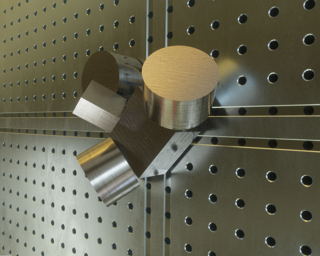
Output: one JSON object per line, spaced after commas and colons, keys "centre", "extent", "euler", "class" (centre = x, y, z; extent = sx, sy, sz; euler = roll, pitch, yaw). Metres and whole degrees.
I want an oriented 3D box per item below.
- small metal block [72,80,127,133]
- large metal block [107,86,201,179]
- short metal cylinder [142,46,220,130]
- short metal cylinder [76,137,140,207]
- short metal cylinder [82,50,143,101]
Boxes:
{"centre": [-0.073, -0.028, 0.384], "extent": [0.025, 0.050, 0.050], "euler": [-53, 16, 29], "class": "small metal block"}
{"centre": [-0.010, 0.005, 0.394], "extent": [0.080, 0.050, 0.080], "euler": [52, 120, 27], "class": "large metal block"}
{"centre": [0.021, -0.045, 0.342], "extent": [0.080, 0.081, 0.050], "euler": [51, 158, 28], "class": "short metal cylinder"}
{"centre": [-0.070, 0.059, 0.419], "extent": [0.050, 0.080, 0.080], "euler": [-32, 70, -13], "class": "short metal cylinder"}
{"centre": [-0.067, -0.066, 0.444], "extent": [0.080, 0.050, 0.079], "euler": [0, 90, 40], "class": "short metal cylinder"}
